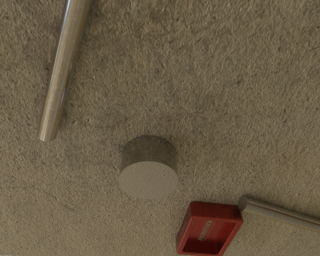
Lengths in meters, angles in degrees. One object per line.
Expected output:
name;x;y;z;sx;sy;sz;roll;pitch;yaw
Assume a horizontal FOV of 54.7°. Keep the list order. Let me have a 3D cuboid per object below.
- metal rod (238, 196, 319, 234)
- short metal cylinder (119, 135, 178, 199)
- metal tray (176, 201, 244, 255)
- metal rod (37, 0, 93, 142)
metal rod;0.274;0.173;0.559;0.302;0.025;0.025;19;127;-17
short metal cylinder;-0.016;0.056;0.439;0.081;0.050;0.079;0;130;0
metal tray;0.086;0.188;0.565;0.091;0.030;0.129;7;130;-7
metal rod;-0.094;-0.096;0.324;0.025;0.025;0.298;17;128;-15
